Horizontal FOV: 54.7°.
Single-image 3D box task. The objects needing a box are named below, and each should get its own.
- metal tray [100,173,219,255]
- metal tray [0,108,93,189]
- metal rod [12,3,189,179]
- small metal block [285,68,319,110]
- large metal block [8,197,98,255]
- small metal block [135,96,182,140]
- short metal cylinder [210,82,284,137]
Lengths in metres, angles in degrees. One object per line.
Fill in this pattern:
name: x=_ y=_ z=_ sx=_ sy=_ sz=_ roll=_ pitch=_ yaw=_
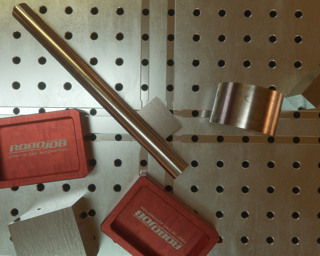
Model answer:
metal tray: x=0.000 y=0.134 z=0.410 sx=0.130 sy=0.030 sz=0.090 roll=39 pitch=90 yaw=0
metal tray: x=-0.162 y=0.027 z=0.409 sx=0.131 sy=0.030 sz=0.089 roll=-8 pitch=90 yaw=0
metal rod: x=-0.080 y=-0.051 z=0.394 sx=0.300 sy=0.025 sz=0.025 roll=45 pitch=90 yaw=7
small metal block: x=0.198 y=-0.051 z=0.402 sx=0.025 sy=0.050 sz=0.050 roll=43 pitch=90 yaw=0
large metal block: x=-0.134 y=0.144 z=0.400 sx=0.080 sy=0.050 sz=0.080 roll=-17 pitch=90 yaw=0
small metal block: x=-0.007 y=-0.007 z=0.413 sx=0.050 sy=0.025 sz=0.050 roll=-41 pitch=90 yaw=0
short metal cylinder: x=0.107 y=-0.022 z=0.386 sx=0.080 sy=0.080 sz=0.050 roll=13 pitch=90 yaw=0
